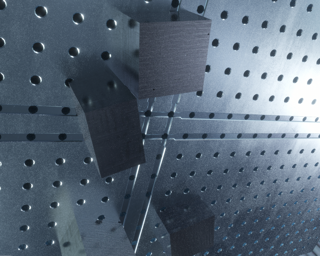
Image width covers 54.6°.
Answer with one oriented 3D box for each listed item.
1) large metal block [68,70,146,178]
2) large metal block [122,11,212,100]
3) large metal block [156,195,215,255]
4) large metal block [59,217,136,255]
[{"bbox_3d":[-0.058,-0.007,0.339,0.050,0.080,0.080,-18,126,-18],"label":"large metal block"},{"bbox_3d":[0.005,-0.083,0.346,0.081,0.050,0.079,-11,123,-23],"label":"large metal block"},{"bbox_3d":[0.044,0.172,0.524,0.081,0.050,0.080,-17,126,-18],"label":"large metal block"},{"bbox_3d":[-0.087,0.177,0.437,0.080,0.080,0.050,22,106,-36],"label":"large metal block"}]
